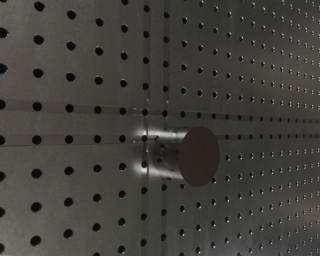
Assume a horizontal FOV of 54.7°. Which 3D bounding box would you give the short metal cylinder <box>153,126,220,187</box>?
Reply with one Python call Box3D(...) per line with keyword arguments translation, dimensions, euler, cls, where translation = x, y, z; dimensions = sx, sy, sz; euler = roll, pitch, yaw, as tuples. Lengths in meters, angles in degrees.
Box3D(translation=(0.037, 0.038, 0.426), dimensions=(0.081, 0.050, 0.079), euler=(0, 90, -40), cls="short metal cylinder")
